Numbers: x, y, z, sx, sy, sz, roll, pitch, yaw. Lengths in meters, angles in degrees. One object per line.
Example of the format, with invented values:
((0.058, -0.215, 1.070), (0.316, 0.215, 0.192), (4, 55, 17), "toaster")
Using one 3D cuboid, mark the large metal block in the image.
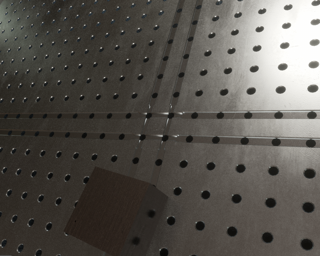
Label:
((-0.049, 0.098, 0.356), (0.080, 0.050, 0.080), (11, 67, 32), "large metal block")
